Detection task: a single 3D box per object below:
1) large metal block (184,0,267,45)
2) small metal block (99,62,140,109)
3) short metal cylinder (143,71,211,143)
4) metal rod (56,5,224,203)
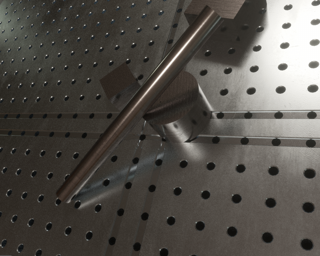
[{"bbox_3d":[0.095,-0.173,0.448,0.080,0.050,0.080,23,74,36],"label":"large metal block"},{"bbox_3d":[-0.060,-0.066,0.479,0.050,0.025,0.050,-34,52,5],"label":"small metal block"},{"bbox_3d":[0.019,-0.027,0.398,0.080,0.050,0.080,-13,56,21],"label":"short metal cylinder"},{"bbox_3d":[-0.035,-0.015,0.373,0.299,0.025,0.025,-49,49,18],"label":"metal rod"}]
